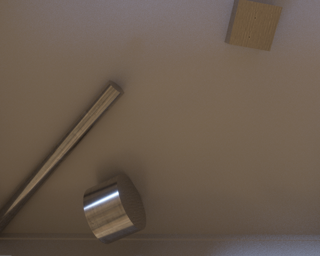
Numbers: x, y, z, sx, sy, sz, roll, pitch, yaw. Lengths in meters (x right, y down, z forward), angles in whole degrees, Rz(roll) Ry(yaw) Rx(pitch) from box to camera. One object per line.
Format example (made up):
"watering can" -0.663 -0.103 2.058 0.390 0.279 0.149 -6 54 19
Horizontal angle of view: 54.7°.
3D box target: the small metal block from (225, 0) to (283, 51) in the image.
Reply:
"small metal block" 0.110 -0.122 0.368 0.050 0.025 0.050 9 110 -4

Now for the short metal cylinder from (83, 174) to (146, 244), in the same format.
"short metal cylinder" -0.060 0.109 0.421 0.050 0.080 0.080 -26 108 9

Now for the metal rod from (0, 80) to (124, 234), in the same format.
"metal rod" -0.155 0.053 0.428 0.025 0.025 0.299 40 105 -14
